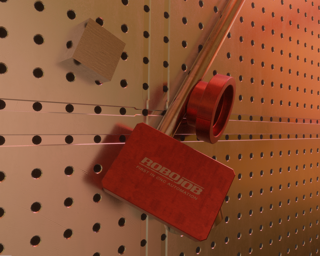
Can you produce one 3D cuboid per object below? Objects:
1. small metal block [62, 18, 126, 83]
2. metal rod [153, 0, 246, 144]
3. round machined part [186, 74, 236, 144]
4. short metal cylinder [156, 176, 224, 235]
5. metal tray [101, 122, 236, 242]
[{"bbox_3d":[-0.073,-0.085,0.349,0.050,0.025,0.050,30,71,-36],"label":"small metal block"},{"bbox_3d":[0.065,-0.098,0.465,0.025,0.025,0.300,44,64,-32],"label":"metal rod"},{"bbox_3d":[0.071,-0.030,0.442,0.099,0.042,0.097,-45,145,-45],"label":"round machined part"},{"bbox_3d":[0.039,0.097,0.409,0.081,0.080,0.050,-21,104,-38],"label":"short metal cylinder"},{"bbox_3d":[0.010,0.062,0.364,0.130,0.030,0.090,28,69,6],"label":"metal tray"}]
